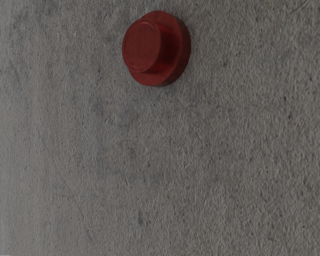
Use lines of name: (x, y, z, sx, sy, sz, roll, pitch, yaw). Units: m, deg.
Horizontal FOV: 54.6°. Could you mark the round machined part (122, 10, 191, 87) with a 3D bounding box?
round machined part: (-0.012, -0.104, 0.405, 0.098, 0.042, 0.097, 0, 90, 40)
